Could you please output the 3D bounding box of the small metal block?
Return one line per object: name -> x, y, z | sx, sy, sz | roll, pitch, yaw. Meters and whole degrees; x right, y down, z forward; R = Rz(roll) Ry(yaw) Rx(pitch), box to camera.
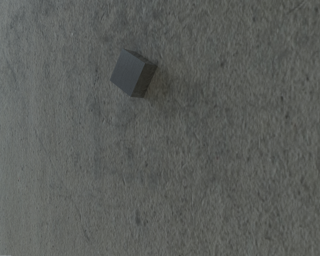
small metal block -> -0.038, -0.077, 0.434 | 0.050, 0.025, 0.050 | 39, 114, 32
